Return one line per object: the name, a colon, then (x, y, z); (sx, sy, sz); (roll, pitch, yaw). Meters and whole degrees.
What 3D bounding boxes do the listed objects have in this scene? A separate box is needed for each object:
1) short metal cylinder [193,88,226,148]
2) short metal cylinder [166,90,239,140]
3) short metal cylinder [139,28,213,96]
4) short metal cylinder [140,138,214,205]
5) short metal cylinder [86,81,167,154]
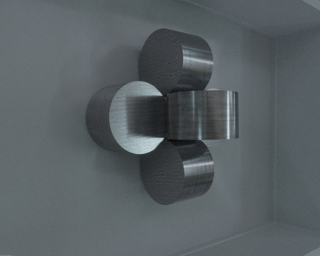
short metal cylinder: (0.057, -0.013, 0.435); (0.081, 0.050, 0.080); (0, 90, -40)
short metal cylinder: (0.048, -0.014, 0.351); (0.081, 0.080, 0.050); (-2, 91, -40)
short metal cylinder: (0.018, -0.078, 0.383); (0.050, 0.080, 0.079); (-3, 92, -41)
short metal cylinder: (0.020, 0.051, 0.385); (0.050, 0.080, 0.079); (-3, 92, -41)
short metal cylinder: (-0.037, -0.012, 0.357); (0.081, 0.050, 0.080); (0, 90, -40)
